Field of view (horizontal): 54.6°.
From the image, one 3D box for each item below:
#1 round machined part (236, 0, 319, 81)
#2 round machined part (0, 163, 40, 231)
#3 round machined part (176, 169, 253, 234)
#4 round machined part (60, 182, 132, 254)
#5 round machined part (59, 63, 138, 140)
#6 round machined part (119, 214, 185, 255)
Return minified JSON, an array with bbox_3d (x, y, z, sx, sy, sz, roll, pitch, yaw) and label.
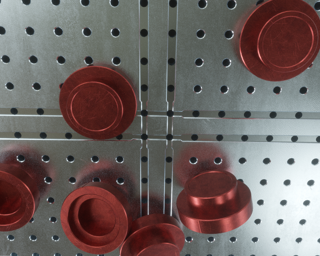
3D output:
[{"bbox_3d":[0.144,-0.103,0.367,0.099,0.042,0.097,0,110,0],"label":"round machined part"},{"bbox_3d":[-0.219,0.093,0.437,0.099,0.042,0.097,0,110,0],"label":"round machined part"},{"bbox_3d":[0.069,0.090,0.408,0.098,0.098,0.042,-12,110,4],"label":"round machined part"},{"bbox_3d":[-0.086,0.123,0.439,0.098,0.042,0.097,2,98,12],"label":"round machined part"},{"bbox_3d":[-0.079,-0.030,0.393,0.099,0.042,0.097,0,110,0],"label":"round machined part"},{"bbox_3d":[-0.009,0.177,0.455,0.099,0.042,0.097,-8,121,-13],"label":"round machined part"}]
